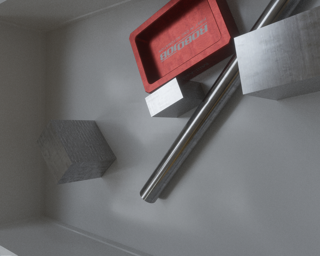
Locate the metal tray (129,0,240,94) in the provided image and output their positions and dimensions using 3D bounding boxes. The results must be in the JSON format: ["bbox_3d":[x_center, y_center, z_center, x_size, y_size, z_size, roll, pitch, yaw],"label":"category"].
[{"bbox_3d":[0.026,-0.107,0.380,0.130,0.030,0.090,-27,73,36],"label":"metal tray"}]

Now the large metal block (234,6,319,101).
[{"bbox_3d":[0.123,-0.059,0.269,0.080,0.081,0.050,-12,83,39],"label":"large metal block"}]

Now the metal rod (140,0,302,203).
[{"bbox_3d":[0.058,-0.023,0.357,0.025,0.025,0.298,47,118,29],"label":"metal rod"}]

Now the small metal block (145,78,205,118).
[{"bbox_3d":[0.020,-0.034,0.373,0.050,0.050,0.025,-30,72,36],"label":"small metal block"}]

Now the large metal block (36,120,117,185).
[{"bbox_3d":[-0.127,0.034,0.473,0.050,0.081,0.080,-50,61,28],"label":"large metal block"}]
